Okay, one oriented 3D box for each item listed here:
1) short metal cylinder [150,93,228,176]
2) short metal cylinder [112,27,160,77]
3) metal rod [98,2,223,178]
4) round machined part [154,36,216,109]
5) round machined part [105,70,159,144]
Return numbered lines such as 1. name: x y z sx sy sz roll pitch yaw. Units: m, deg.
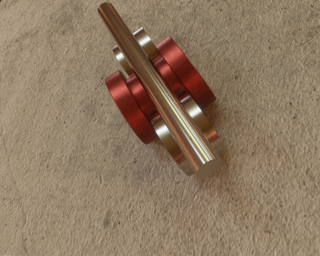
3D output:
1. short metal cylinder: 0.032 0.007 0.347 0.050 0.080 0.080 -34 52 6
2. short metal cylinder: -0.024 -0.094 0.438 0.050 0.080 0.080 -34 52 6
3. metal rod: -0.018 -0.067 0.353 0.025 0.025 0.300 -34 52 5
4. round machined part: 0.024 -0.062 0.383 0.042 0.098 0.098 -37 51 9
5. round machined part: -0.024 -0.031 0.387 0.042 0.098 0.098 -32 52 3
